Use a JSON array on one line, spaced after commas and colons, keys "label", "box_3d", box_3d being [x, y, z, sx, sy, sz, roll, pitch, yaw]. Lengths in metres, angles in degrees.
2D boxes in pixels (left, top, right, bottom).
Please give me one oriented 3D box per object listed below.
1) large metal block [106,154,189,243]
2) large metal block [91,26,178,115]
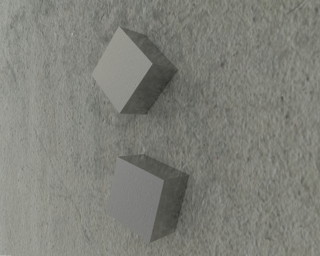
[{"label": "large metal block", "box_3d": [-0.017, 0.086, 0.401, 0.080, 0.050, 0.079, 21, 103, 38]}, {"label": "large metal block", "box_3d": [-0.036, -0.075, 0.416, 0.080, 0.050, 0.080, 52, 120, 27]}]
